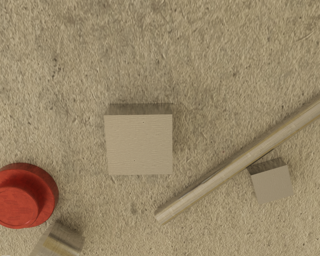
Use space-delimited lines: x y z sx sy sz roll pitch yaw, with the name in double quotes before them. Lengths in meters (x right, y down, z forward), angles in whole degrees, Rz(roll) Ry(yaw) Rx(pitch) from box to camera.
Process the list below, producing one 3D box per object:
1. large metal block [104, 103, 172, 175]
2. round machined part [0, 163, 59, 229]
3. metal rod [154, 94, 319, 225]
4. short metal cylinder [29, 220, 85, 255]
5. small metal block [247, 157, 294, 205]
"large metal block" -0.025 0.013 0.401 0.081 0.050 0.079 -1 110 0
"round machined part" -0.198 0.102 0.435 0.099 0.042 0.097 0 110 -1
"metal rod" 0.115 0.043 0.427 0.300 0.025 0.025 -38 106 12
"short metal cylinder" -0.153 0.182 0.445 0.050 0.080 0.080 35 106 -12
"small metal block" 0.156 0.075 0.440 0.050 0.025 0.050 -18 109 6
